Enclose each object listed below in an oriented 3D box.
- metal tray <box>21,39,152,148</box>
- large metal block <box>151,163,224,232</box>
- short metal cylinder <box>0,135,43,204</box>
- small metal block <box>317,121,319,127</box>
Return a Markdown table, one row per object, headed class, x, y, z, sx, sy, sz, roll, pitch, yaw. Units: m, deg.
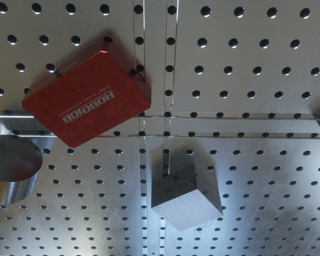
| class | x | y | z | sx | sy | sz | roll | pitch | yaw |
| --- | --- | --- | --- | --- | --- | --- | --- | --- | --- |
| metal tray | -0.087 | -0.036 | 0.377 | 0.130 | 0.030 | 0.090 | -27 | 126 | 20 |
| large metal block | 0.042 | 0.112 | 0.492 | 0.080 | 0.050 | 0.080 | -28 | 125 | 21 |
| short metal cylinder | -0.206 | 0.055 | 0.420 | 0.081 | 0.080 | 0.050 | 19 | 127 | -16 |
| small metal block | 0.251 | -0.005 | 0.412 | 0.050 | 0.025 | 0.050 | 26 | 125 | -21 |
